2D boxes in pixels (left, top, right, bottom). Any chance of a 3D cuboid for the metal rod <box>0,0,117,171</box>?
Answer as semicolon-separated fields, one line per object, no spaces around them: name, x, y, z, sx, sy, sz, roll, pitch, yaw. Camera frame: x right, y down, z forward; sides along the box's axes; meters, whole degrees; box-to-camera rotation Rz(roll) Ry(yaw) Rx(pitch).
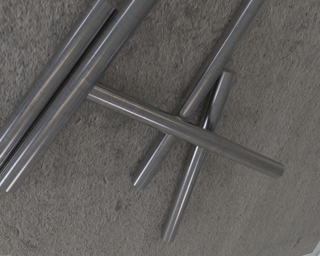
metal rod;-0.145;-0.007;0.323;0.025;0.025;0.299;32;100;-38

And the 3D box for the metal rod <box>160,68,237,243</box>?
metal rod;0.051;0.055;0.468;0.025;0.025;0.298;2;118;-29

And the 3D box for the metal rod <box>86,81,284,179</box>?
metal rod;0.048;0.010;0.400;0.302;0.025;0.025;23;106;-24

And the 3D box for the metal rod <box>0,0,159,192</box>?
metal rod;-0.073;-0.055;0.314;0.025;0.025;0.299;32;100;-38

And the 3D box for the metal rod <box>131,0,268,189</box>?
metal rod;0.047;-0.044;0.404;0.025;0.025;0.299;22;106;-36
